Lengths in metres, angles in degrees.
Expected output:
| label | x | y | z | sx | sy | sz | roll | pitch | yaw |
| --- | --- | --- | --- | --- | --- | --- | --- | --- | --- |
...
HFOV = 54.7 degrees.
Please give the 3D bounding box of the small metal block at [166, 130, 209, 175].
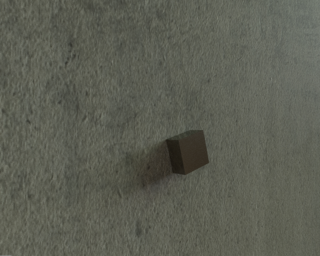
| label | x | y | z | sx | sy | sz | roll | pitch | yaw |
| --- | --- | --- | --- | --- | --- | --- | --- | --- | --- |
| small metal block | 0.040 | 0.033 | 0.441 | 0.050 | 0.025 | 0.050 | -20 | 103 | -39 |
